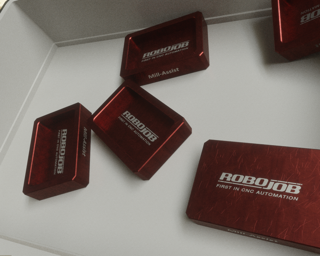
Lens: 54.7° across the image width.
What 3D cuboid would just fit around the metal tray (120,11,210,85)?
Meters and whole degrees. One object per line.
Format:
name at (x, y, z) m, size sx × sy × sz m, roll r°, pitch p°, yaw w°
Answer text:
metal tray at (0.006, -0.118, 0.471) m, size 0.130 × 0.030 × 0.090 m, roll -11°, pitch 57°, yaw 22°

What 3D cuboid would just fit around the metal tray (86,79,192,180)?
metal tray at (-0.032, -0.003, 0.420) m, size 0.090 × 0.030 × 0.130 m, roll -47°, pitch 51°, yaw -5°

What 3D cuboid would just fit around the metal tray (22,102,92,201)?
metal tray at (-0.150, 0.033, 0.461) m, size 0.090 × 0.030 × 0.130 m, roll -18°, pitch 54°, yaw 17°

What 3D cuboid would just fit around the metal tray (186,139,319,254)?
metal tray at (0.100, 0.063, 0.311) m, size 0.130 × 0.030 × 0.090 m, roll 5°, pitch 64°, yaw 30°

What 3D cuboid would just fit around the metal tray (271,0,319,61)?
metal tray at (0.193, -0.139, 0.343) m, size 0.130 × 0.030 × 0.090 m, roll -15°, pitch 67°, yaw 47°
